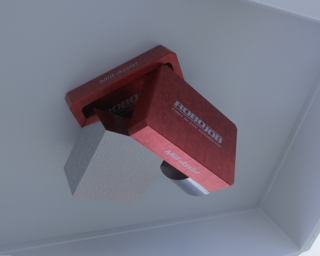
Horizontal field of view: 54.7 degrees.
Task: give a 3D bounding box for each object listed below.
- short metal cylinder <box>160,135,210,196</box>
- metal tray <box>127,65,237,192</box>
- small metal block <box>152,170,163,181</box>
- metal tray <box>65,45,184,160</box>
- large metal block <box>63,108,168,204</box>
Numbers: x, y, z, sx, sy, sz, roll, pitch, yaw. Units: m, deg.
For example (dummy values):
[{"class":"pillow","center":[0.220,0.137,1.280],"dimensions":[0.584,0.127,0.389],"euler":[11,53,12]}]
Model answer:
[{"class":"short metal cylinder","center":[0.047,0.047,0.428],"dimensions":[0.080,0.080,0.050],"euler":[-43,130,1]},{"class":"metal tray","center":[0.033,0.002,0.347],"dimensions":[0.130,0.090,0.030],"euler":[37,136,-25]},{"class":"small metal block","center":[-0.029,0.052,0.425],"dimensions":[0.050,0.025,0.050],"euler":[-26,128,-13]},{"class":"metal tray","center":[-0.032,-0.029,0.369],"dimensions":[0.131,0.030,0.090],"euler":[-30,129,-10]},{"class":"large metal block","center":[-0.049,0.033,0.344],"dimensions":[0.081,0.050,0.080],"euler":[18,109,-36]}]
